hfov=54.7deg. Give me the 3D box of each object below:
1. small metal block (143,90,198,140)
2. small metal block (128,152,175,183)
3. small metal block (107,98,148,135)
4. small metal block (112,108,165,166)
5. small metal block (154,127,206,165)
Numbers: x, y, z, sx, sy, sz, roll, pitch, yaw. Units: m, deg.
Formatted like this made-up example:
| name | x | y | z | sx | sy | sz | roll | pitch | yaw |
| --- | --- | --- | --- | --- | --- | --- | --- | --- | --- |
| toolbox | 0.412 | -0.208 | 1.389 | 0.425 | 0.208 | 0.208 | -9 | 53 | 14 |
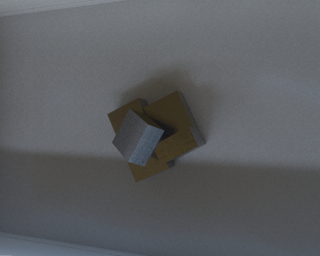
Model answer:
| name | x | y | z | sx | sy | sz | roll | pitch | yaw |
| --- | --- | --- | --- | --- | --- | --- | --- | --- | --- |
| small metal block | 0.014 | -0.014 | 0.403 | 0.050 | 0.025 | 0.050 | -26 | 82 | 17 |
| small metal block | -0.016 | 0.039 | 0.414 | 0.050 | 0.025 | 0.050 | -26 | 82 | 17 |
| small metal block | -0.036 | -0.007 | 0.421 | 0.050 | 0.025 | 0.050 | -26 | 82 | 17 |
| small metal block | -0.028 | 0.011 | 0.378 | 0.050 | 0.025 | 0.050 | 40 | 105 | 50 |
| small metal block | 0.025 | 0.021 | 0.386 | 0.050 | 0.050 | 0.025 | -29 | 81 | 16 |
